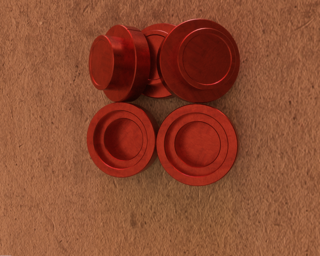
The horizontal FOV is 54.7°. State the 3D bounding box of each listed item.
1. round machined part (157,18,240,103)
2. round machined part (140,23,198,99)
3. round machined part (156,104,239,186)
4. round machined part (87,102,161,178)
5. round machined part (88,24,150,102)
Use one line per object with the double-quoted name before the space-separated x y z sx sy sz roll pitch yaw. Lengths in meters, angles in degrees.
"round machined part" 0.048 -0.078 0.360 0.099 0.042 0.097 -1 96 -12
"round machined part" -0.002 -0.087 0.400 0.098 0.042 0.097 0 90 19
"round machined part" 0.048 0.020 0.383 0.098 0.042 0.097 0 90 19
"round machined part" -0.045 0.015 0.416 0.098 0.042 0.097 0 90 19
"round machined part" -0.058 -0.082 0.395 0.098 0.042 0.097 7 99 52
